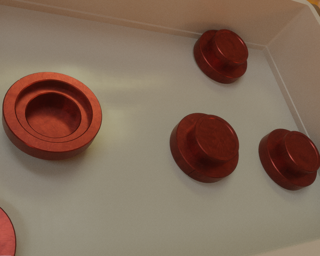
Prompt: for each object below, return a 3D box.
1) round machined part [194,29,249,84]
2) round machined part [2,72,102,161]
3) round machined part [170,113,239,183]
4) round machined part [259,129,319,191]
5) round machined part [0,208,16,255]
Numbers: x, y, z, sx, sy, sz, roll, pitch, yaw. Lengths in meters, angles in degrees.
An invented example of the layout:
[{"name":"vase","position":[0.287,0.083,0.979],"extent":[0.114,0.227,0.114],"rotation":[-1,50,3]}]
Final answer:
[{"name":"round machined part","position":[0.110,-0.128,0.527],"extent":[0.099,0.042,0.098],"rotation":[12,61,-23]},{"name":"round machined part","position":[-0.117,-0.009,0.337],"extent":[0.099,0.042,0.098],"rotation":[14,56,-21]},{"name":"round machined part","position":[0.066,0.021,0.417],"extent":[0.099,0.042,0.098],"rotation":[14,56,-21]},{"name":"round machined part","position":[0.206,0.043,0.479],"extent":[0.099,0.042,0.098],"rotation":[14,56,-21]},{"name":"round machined part","position":[-0.168,0.098,0.244],"extent":[0.099,0.042,0.098],"rotation":[14,56,-21]}]
